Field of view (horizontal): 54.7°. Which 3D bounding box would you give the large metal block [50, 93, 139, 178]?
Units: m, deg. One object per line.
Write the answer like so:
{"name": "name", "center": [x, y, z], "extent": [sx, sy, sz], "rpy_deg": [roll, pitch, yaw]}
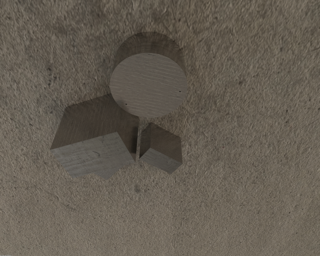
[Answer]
{"name": "large metal block", "center": [-0.074, 0.006, 0.375], "extent": [0.080, 0.080, 0.050], "rpy_deg": [-15, 129, 12]}

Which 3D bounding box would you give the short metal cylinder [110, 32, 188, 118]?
{"name": "short metal cylinder", "center": [-0.012, -0.058, 0.341], "extent": [0.081, 0.050, 0.079], "rpy_deg": [0, 130, 0]}

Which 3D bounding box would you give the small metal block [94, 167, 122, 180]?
{"name": "small metal block", "center": [-0.081, 0.042, 0.442], "extent": [0.050, 0.025, 0.050], "rpy_deg": [33, 123, -25]}

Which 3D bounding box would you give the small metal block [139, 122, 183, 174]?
{"name": "small metal block", "center": [0.001, 0.026, 0.413], "extent": [0.050, 0.050, 0.025], "rpy_deg": [28, 125, -22]}
